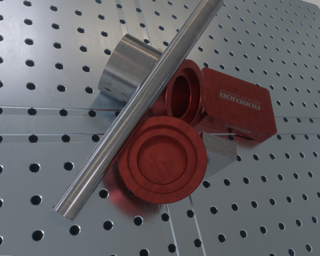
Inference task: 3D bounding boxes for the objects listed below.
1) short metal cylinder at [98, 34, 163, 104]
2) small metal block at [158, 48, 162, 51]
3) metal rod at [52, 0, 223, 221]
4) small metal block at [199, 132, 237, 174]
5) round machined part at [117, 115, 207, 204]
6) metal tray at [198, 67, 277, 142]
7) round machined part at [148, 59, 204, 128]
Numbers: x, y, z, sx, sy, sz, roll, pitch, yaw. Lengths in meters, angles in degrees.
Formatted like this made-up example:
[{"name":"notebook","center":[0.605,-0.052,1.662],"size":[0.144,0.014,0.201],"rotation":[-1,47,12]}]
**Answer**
[{"name":"short metal cylinder","center":[-0.037,-0.072,0.394],"size":[0.050,0.080,0.080],"rotation":[28,52,-4]},{"name":"small metal block","center":[-0.001,-0.084,0.458],"size":[0.050,0.025,0.050],"rotation":[44,51,2]},{"name":"metal rod","center":[-0.015,-0.036,0.342],"size":[0.025,0.025,0.300],"rotation":[35,76,-5]},{"name":"small metal block","center":[0.065,0.034,0.406],"size":[0.050,0.050,0.025],"rotation":[18,55,-18]},{"name":"round machined part","center":[0.002,0.037,0.358],"size":[0.099,0.042,0.098],"rotation":[0,77,-1]},{"name":"metal tray","center":[0.118,-0.037,0.491],"size":[0.131,0.030,0.090],"rotation":[15,56,-20]},{"name":"round machined part","center":[0.018,-0.041,0.410],"size":[0.099,0.042,0.097],"rotation":[-19,113,-53]}]
